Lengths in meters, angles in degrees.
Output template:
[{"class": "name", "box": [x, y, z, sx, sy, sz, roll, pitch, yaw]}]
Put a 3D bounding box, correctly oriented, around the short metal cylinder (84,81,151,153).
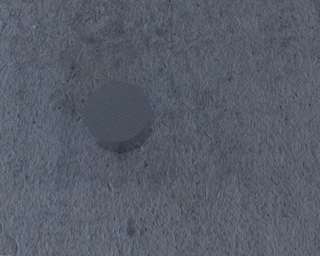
[{"class": "short metal cylinder", "box": [-0.052, -0.013, 0.399, 0.080, 0.050, 0.080, 0, 70, 0]}]
